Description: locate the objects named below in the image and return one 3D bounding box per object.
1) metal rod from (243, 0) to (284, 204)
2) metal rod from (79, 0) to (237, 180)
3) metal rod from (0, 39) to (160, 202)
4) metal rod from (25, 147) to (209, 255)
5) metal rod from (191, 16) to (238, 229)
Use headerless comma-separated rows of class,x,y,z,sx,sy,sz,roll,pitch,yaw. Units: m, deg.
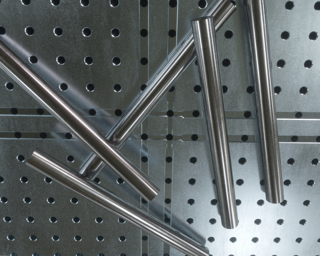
metal rod,0.136,-0.034,0.401,0.025,0.025,0.298,-12,110,4
metal rod,-0.015,-0.037,0.399,0.025,0.025,0.299,37,106,-13
metal rod,-0.115,-0.016,0.387,0.300,0.025,0.025,44,104,-7
metal rod,-0.046,0.117,0.437,0.301,0.025,0.025,36,106,-20
metal rod,0.076,0.012,0.403,0.025,0.025,0.298,-11,115,4
